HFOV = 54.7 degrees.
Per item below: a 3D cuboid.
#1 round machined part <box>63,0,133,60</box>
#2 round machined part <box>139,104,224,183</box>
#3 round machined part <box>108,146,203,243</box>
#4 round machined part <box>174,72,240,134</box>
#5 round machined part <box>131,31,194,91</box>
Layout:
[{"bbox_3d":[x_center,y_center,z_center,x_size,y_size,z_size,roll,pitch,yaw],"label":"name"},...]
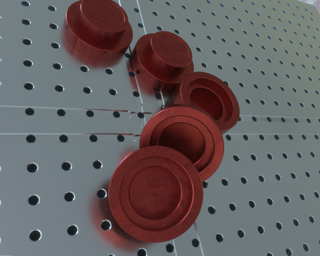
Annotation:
[{"bbox_3d":[-0.084,-0.149,0.444,0.099,0.042,0.098,14,56,-21],"label":"round machined part"},{"bbox_3d":[0.027,0.019,0.379,0.098,0.098,0.042,39,13,-3],"label":"round machined part"},{"bbox_3d":[-0.006,0.070,0.337,0.099,0.042,0.097,2,81,-10],"label":"round machined part"},{"bbox_3d":[0.063,-0.031,0.451,0.099,0.042,0.098,14,57,-21],"label":"round machined part"},{"bbox_3d":[0.010,-0.107,0.470,0.099,0.042,0.098,14,56,-21],"label":"round machined part"}]
